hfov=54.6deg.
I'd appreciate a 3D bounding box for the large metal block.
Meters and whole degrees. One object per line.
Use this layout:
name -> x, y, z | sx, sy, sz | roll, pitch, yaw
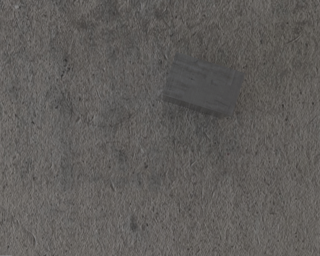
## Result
large metal block -> 0.049, -0.049, 0.383 | 0.080, 0.080, 0.050 | 17, 90, 0
